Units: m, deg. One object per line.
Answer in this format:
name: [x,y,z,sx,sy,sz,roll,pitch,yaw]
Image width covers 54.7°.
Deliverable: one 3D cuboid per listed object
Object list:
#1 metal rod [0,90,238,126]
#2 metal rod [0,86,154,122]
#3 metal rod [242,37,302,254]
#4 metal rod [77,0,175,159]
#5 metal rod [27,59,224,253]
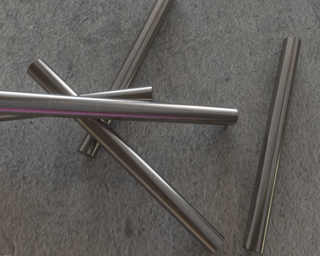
metal rod: [-0.042,-0.021,0.360,0.303,0.025,0.025,2,69,-22]
metal rod: [-0.158,-0.026,0.398,0.302,0.025,0.025,-6,70,4]
metal rod: [0.151,0.008,0.407,0.025,0.025,0.299,16,71,5]
metal rod: [-0.037,-0.096,0.442,0.025,0.025,0.300,21,71,7]
metal rod: [-0.042,0.031,0.365,0.300,0.025,0.025,44,75,2]
